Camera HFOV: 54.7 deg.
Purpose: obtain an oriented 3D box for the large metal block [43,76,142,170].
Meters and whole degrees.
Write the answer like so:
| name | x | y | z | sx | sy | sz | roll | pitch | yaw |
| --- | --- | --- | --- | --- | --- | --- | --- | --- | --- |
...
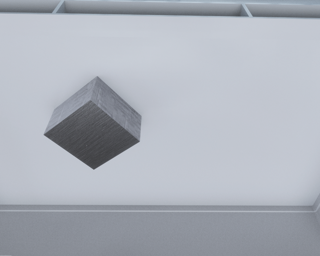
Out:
| name | x | y | z | sx | sy | sz | roll | pitch | yaw |
| --- | --- | --- | --- | --- | --- | --- | --- | --- | --- |
| large metal block | -0.081 | -0.004 | 0.388 | 0.080 | 0.050 | 0.080 | -32 | 124 | 24 |
